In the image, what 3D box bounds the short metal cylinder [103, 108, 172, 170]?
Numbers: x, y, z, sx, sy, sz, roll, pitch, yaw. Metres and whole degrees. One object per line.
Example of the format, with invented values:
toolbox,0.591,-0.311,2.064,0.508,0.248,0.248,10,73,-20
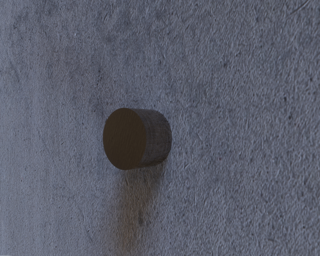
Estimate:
short metal cylinder,-0.031,0.014,0.415,0.080,0.050,0.080,0,90,40
